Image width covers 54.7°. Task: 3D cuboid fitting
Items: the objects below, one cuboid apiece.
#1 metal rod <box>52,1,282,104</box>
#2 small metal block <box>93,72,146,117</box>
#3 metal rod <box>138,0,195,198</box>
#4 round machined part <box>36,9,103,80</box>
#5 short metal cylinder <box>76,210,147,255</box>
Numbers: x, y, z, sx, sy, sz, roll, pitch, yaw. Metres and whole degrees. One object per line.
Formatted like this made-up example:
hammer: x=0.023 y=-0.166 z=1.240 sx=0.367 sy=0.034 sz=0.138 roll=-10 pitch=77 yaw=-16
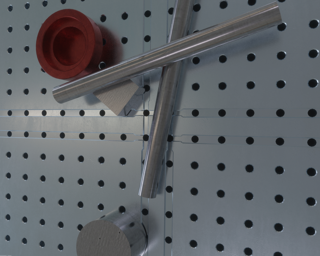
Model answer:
metal rod: x=-0.007 y=-0.086 z=0.387 sx=0.300 sy=0.025 sz=0.025 roll=-16 pitch=85 yaw=19
small metal block: x=-0.057 y=-0.051 z=0.433 sx=0.050 sy=0.025 sz=0.050 roll=42 pitch=103 yaw=15
metal rod: x=0.011 y=-0.055 z=0.408 sx=0.025 sy=0.025 sz=0.298 roll=12 pitch=94 yaw=19
round machined part: x=-0.125 y=-0.116 z=0.448 sx=0.098 sy=0.042 sz=0.097 roll=0 pitch=90 yaw=20
short metal cylinder: x=-0.065 y=0.158 z=0.422 sx=0.080 sy=0.050 sz=0.080 roll=0 pitch=90 yaw=20
